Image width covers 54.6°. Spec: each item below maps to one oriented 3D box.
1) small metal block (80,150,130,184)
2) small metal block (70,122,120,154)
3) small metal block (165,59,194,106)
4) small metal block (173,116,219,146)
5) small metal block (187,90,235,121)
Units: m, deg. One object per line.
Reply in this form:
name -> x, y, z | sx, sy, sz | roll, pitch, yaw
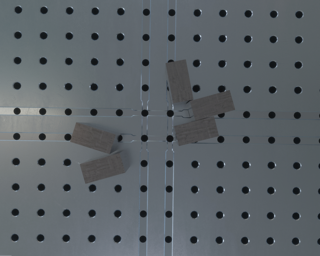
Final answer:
small metal block -> -0.070, 0.049, 0.400 | 0.050, 0.050, 0.025 | -16, 90, 0
small metal block -> -0.081, 0.012, 0.400 | 0.050, 0.050, 0.025 | 17, 90, 0
small metal block -> 0.024, -0.057, 0.401 | 0.025, 0.050, 0.050 | -11, 90, 0
small metal block -> 0.044, 0.004, 0.401 | 0.050, 0.050, 0.025 | -14, 90, 0
small metal block -> 0.064, -0.028, 0.401 | 0.050, 0.050, 0.025 | -15, 90, 0
